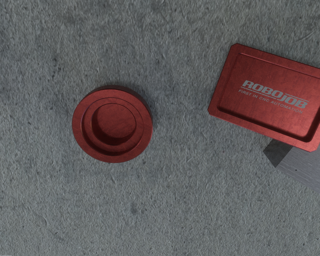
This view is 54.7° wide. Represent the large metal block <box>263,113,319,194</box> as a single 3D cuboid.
[{"bbox_3d":[0.201,0.030,0.410,0.080,0.050,0.080,30,107,-11],"label":"large metal block"}]

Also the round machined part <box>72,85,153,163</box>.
[{"bbox_3d":[-0.058,-0.008,0.397,0.099,0.042,0.097,0,110,-1],"label":"round machined part"}]

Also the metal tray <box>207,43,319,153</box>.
[{"bbox_3d":[0.133,-0.037,0.366,0.130,0.030,0.089,22,104,15],"label":"metal tray"}]
